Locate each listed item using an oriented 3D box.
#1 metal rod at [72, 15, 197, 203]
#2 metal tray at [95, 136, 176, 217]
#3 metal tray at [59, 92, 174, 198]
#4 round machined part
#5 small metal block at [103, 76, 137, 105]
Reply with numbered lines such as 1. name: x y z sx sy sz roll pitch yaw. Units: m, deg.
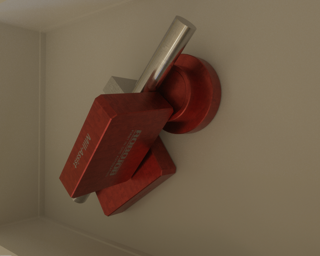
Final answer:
1. metal rod: -0.048 -0.002 0.391 0.025 0.025 0.298 52 124 27
2. metal tray: -0.047 0.056 0.438 0.129 0.030 0.090 -42 65 31
3. metal tray: -0.050 0.019 0.353 0.030 0.091 0.129 49 125 25
4. round machined part: 0.020 -0.041 0.375 0.098 0.042 0.097 0 90 39
5. small metal block: -0.041 -0.042 0.420 0.025 0.050 0.050 -52 60 27
